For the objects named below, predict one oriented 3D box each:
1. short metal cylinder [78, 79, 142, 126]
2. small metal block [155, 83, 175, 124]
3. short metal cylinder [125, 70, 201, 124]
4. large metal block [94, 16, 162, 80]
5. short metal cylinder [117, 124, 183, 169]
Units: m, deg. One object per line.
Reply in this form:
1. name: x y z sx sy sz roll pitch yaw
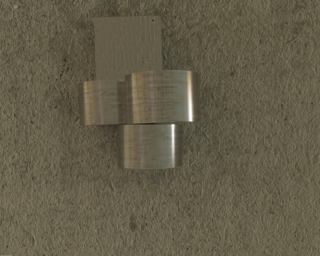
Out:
1. short metal cylinder: -0.059 -0.029 0.384 0.081 0.080 0.050 -2 90 0
2. small metal block: 0.007 -0.030 0.401 0.025 0.050 0.050 1 90 0
3. short metal cylinder: 0.003 -0.031 0.334 0.081 0.080 0.050 -2 90 0
4. large metal block: -0.038 -0.095 0.399 0.081 0.050 0.080 -2 90 0
5. short metal cylinder: -0.012 0.021 0.384 0.081 0.080 0.050 0 90 0
